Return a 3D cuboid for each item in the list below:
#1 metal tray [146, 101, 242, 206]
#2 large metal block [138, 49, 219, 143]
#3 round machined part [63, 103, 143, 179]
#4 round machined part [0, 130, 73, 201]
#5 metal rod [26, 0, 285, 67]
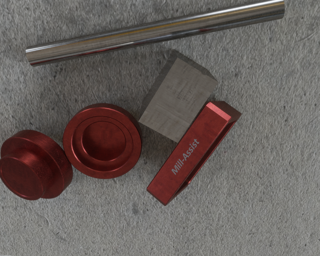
[{"bbox_3d":[0.044,0.028,0.383,0.030,0.090,0.129,38,107,14],"label":"metal tray"},{"bbox_3d":[0.019,-0.041,0.366,0.050,0.080,0.080,29,107,-10],"label":"large metal block"},{"bbox_3d":[-0.072,0.014,0.405,0.099,0.042,0.097,0,110,0],"label":"round machined part"},{"bbox_3d":[-0.167,0.054,0.401,0.098,0.042,0.097,11,122,18],"label":"round machined part"},{"bbox_3d":[-0.008,-0.113,0.368,0.302,0.025,0.025,-10,110,3],"label":"metal rod"}]
